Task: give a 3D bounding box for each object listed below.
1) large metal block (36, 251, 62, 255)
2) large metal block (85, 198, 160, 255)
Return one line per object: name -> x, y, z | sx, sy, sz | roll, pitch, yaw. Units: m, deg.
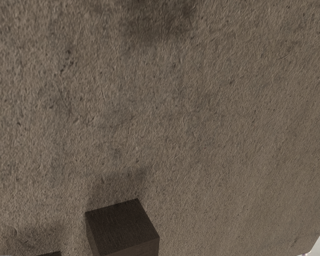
large metal block -> -0.171, 0.223, 0.417 | 0.081, 0.080, 0.050 | -1, 119, -28
large metal block -> -0.055, 0.154, 0.438 | 0.081, 0.080, 0.050 | -10, 123, -23
